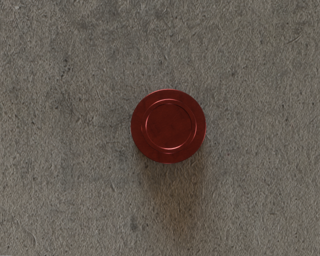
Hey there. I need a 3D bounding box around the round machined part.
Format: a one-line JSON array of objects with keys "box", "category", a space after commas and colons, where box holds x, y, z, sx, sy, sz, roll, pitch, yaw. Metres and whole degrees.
[{"box": [0.011, -0.002, 0.402, 0.099, 0.042, 0.097, 0, 90, 0], "category": "round machined part"}]
